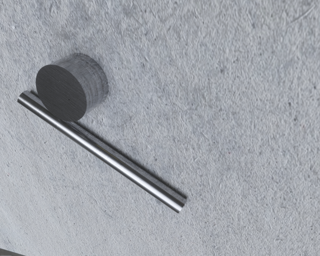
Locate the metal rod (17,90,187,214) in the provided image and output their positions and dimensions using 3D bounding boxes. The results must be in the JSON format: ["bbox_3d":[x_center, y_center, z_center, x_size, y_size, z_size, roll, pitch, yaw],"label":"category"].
[{"bbox_3d":[-0.091,0.034,0.475,0.301,0.025,0.025,34,129,5],"label":"metal rod"}]

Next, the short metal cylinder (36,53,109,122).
[{"bbox_3d":[-0.118,-0.055,0.419,0.080,0.050,0.079,13,124,21],"label":"short metal cylinder"}]
